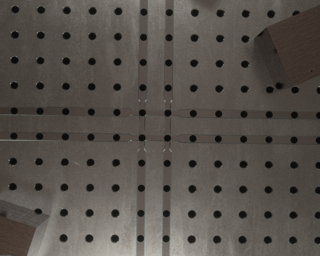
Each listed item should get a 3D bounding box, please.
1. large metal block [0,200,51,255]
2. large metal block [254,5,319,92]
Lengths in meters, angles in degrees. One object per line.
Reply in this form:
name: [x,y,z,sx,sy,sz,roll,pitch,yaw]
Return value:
large metal block: [-0.200,0.146,0.398,0.080,0.050,0.080,18,90,-1]
large metal block: [0.183,-0.102,0.403,0.080,0.050,0.080,-23,90,-1]
